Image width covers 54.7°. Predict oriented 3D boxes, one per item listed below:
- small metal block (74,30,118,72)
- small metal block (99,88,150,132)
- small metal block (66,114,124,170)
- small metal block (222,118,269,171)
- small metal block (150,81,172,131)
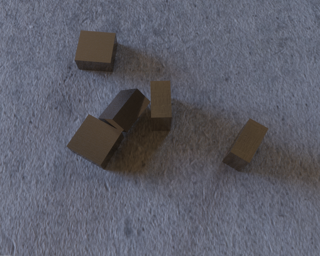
[{"bbox_3d":[-0.091,-0.111,0.448,0.050,0.025,0.050,5,70,1],"label":"small metal block"},{"bbox_3d":[-0.047,-0.023,0.400,0.025,0.050,0.050,44,71,-25],"label":"small metal block"},{"bbox_3d":[-0.082,0.018,0.401,0.050,0.025,0.050,28,72,9],"label":"small metal block"},{"bbox_3d":[0.106,0.022,0.388,0.025,0.050,0.050,31,73,10],"label":"small metal block"},{"bbox_3d":[0.001,-0.028,0.405,0.025,0.050,0.050,-2,70,-1],"label":"small metal block"}]
